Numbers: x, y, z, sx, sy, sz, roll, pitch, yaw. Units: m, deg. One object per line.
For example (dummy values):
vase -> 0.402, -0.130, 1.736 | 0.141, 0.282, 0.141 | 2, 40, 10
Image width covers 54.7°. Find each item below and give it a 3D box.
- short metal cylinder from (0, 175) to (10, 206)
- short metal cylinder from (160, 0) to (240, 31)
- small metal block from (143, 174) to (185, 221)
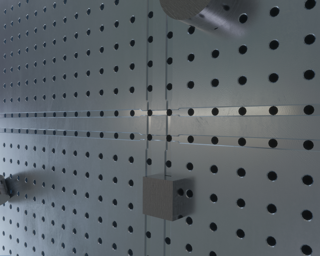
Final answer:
short metal cylinder -> -0.385, 0.145, 0.692 | 0.080, 0.081, 0.050 | -42, 65, 32
short metal cylinder -> 0.046, -0.158, 0.355 | 0.080, 0.050, 0.079 | 0, 90, 40
small metal block -> 0.004, 0.090, 0.406 | 0.050, 0.025, 0.050 | 1, 90, 40
